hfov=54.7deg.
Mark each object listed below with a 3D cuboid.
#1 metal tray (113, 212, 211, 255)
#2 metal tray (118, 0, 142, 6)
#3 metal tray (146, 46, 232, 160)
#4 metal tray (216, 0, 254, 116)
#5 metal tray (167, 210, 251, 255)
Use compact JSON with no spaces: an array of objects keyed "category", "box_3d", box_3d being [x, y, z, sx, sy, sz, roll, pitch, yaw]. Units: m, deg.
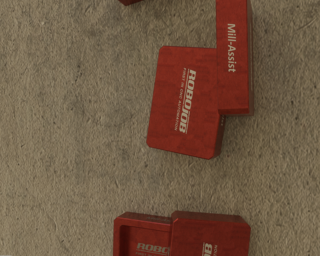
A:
[{"category":"metal tray","box_3d":[0.003,0.165,0.404,0.130,0.030,0.089,2,91,19]},{"category":"metal tray","box_3d":[-0.005,-0.227,0.408,0.130,0.030,0.089,-10,87,19]},{"category":"metal tray","box_3d":[0.037,-0.033,0.387,0.090,0.030,0.129,10,95,25]},{"category":"metal tray","box_3d":[0.085,-0.079,0.344,0.030,0.090,0.129,-1,90,20]},{"category":"metal tray","box_3d":[0.053,0.170,0.370,0.091,0.030,0.129,5,92,-3]}]
